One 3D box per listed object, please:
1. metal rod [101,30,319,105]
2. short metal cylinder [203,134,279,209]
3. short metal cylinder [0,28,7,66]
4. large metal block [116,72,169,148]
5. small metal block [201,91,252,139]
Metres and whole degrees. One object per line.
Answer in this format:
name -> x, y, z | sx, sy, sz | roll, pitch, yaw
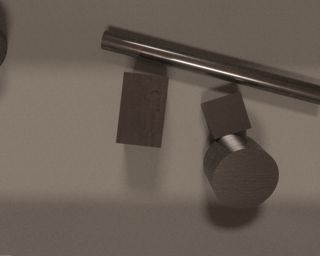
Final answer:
metal rod -> 0.072, -0.080, 0.412 | 0.302, 0.025, 0.025 | 14, 90, -1
short metal cylinder -> 0.099, 0.053, 0.389 | 0.081, 0.050, 0.079 | -2, 108, -5
short metal cylinder -> -0.248, -0.109, 0.396 | 0.081, 0.050, 0.079 | 0, 90, -1
large metal block -> -0.020, -0.020, 0.384 | 0.050, 0.080, 0.079 | 7, 90, 0
small metal block -> 0.087, -0.016, 0.413 | 0.050, 0.025, 0.050 | -17, 90, -1
